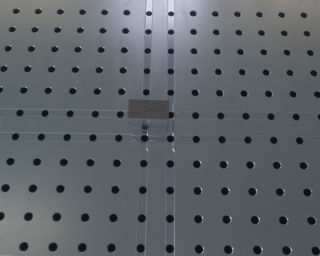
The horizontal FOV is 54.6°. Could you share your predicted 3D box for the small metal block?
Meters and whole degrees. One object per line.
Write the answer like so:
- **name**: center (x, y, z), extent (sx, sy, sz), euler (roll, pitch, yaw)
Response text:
- **small metal block**: center (-0.014, -0.015, 0.404), extent (0.050, 0.050, 0.025), euler (2, 70, 1)
